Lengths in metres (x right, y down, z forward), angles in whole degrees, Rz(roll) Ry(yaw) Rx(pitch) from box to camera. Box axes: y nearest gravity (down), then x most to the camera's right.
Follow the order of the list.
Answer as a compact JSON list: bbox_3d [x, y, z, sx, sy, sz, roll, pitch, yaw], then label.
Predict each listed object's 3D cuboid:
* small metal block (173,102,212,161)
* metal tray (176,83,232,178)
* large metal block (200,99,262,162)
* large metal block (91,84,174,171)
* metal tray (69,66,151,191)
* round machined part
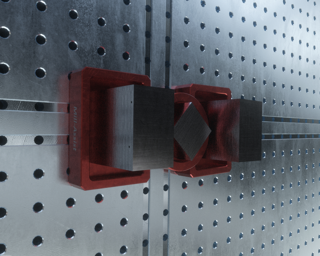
[{"bbox_3d":[0.030,0.004,0.381,0.050,0.025,0.050,52,60,-27],"label":"small metal block"},{"bbox_3d":[0.066,0.003,0.460,0.091,0.030,0.129,0,90,-40],"label":"metal tray"},{"bbox_3d":[0.093,0.003,0.433,0.050,0.080,0.080,2,89,-40],"label":"large metal block"},{"bbox_3d":[-0.031,0.000,0.330,0.050,0.080,0.080,1,90,-40],"label":"large metal block"},{"bbox_3d":[-0.055,0.001,0.358,0.091,0.030,0.129,1,89,-40],"label":"metal tray"},{"bbox_3d":[0.015,0.005,0.399,0.099,0.042,0.097,0,90,-40],"label":"round machined part"}]
